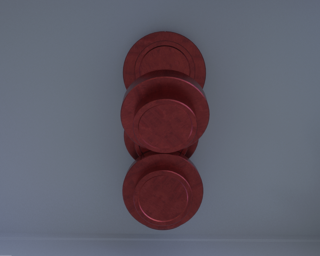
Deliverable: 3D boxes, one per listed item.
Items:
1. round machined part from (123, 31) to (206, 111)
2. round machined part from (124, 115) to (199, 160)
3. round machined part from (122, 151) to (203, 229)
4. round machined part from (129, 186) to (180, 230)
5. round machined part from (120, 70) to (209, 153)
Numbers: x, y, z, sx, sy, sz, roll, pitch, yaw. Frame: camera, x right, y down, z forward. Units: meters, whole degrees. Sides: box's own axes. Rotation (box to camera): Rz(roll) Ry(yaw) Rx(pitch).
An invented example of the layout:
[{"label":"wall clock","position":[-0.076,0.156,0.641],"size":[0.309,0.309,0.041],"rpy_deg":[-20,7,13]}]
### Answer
[{"label":"round machined part","position":[0.005,-0.065,0.365],"size":[0.099,0.042,0.097],"rpy_deg":[0,94,-1]},{"label":"round machined part","position":[0.002,0.012,0.405],"size":[0.099,0.042,0.097],"rpy_deg":[0,109,0]},{"label":"round machined part","position":[0.004,0.078,0.375],"size":[0.099,0.042,0.097],"rpy_deg":[0,99,-1]},{"label":"round machined part","position":[0.004,0.102,0.424],"size":[0.099,0.042,0.097],"rpy_deg":[0,125,0]},{"label":"round machined part","position":[0.005,-0.011,0.342],"size":[0.099,0.042,0.097],"rpy_deg":[0,123,0]}]
